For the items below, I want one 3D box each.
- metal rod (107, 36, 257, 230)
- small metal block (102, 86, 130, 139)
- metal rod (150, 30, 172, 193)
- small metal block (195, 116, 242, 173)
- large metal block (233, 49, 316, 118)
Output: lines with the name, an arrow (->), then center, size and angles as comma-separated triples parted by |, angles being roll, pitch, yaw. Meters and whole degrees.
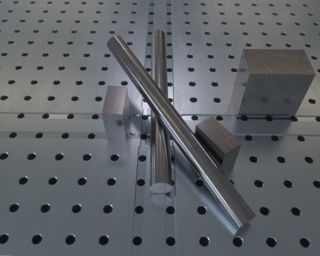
metal rod -> 0.013, -0.012, 0.387 | 0.025, 0.025, 0.299 | -26, 64, -20
small metal block -> -0.057, -0.020, 0.408 | 0.025, 0.050, 0.050 | 2, 50, 1
metal rod -> -0.001, -0.047, 0.446 | 0.025, 0.025, 0.300 | -1, 50, -1
small metal block -> 0.067, 0.023, 0.373 | 0.025, 0.050, 0.050 | -28, 56, -21
large metal block -> 0.150, -0.059, 0.423 | 0.081, 0.080, 0.050 | 0, 50, 0
